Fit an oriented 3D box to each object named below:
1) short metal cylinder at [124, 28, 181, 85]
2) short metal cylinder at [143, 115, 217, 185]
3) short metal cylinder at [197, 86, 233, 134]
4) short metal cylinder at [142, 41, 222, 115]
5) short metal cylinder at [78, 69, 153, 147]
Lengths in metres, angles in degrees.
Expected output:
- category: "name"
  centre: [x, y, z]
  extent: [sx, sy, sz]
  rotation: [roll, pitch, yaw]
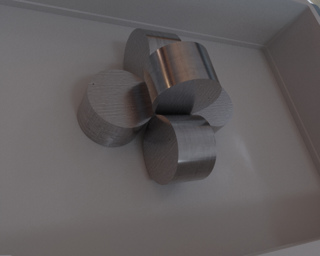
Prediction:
- category: "short metal cylinder"
  centre: [-0.010, -0.090, 0.417]
  extent: [0.050, 0.080, 0.080]
  rotation: [-2, 63, -30]
- category: "short metal cylinder"
  centre: [0.021, 0.024, 0.364]
  extent: [0.050, 0.080, 0.080]
  rotation: [-2, 63, -30]
- category: "short metal cylinder"
  centre: [0.054, -0.026, 0.431]
  extent: [0.081, 0.050, 0.080]
  rotation: [14, 56, -21]
- category: "short metal cylinder"
  centre: [0.024, -0.053, 0.357]
  extent: [0.081, 0.080, 0.050]
  rotation: [-1, 62, -29]
- category: "short metal cylinder"
  centre: [-0.053, -0.024, 0.373]
  extent: [0.081, 0.050, 0.080]
  rotation: [14, 56, -21]
